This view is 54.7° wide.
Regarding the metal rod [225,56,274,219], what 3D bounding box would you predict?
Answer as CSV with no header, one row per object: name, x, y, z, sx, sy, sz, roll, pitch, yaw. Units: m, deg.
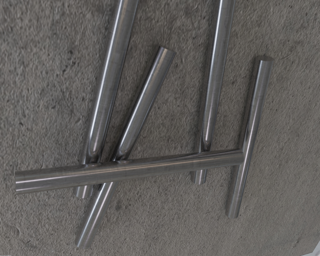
metal rod,0.139,0.032,0.502,0.025,0.025,0.298,-12,124,-22

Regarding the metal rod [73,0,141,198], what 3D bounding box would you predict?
metal rod,-0.058,-0.047,0.345,0.025,0.025,0.298,4,117,-30

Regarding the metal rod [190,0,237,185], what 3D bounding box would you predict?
metal rod,0.069,-0.047,0.414,0.025,0.025,0.298,-11,123,-23

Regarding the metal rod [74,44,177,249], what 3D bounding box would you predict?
metal rod,-0.052,0.037,0.401,0.025,0.025,0.298,12,112,-34

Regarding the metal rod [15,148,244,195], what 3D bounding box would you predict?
metal rod,-0.017,0.050,0.394,0.303,0.025,0.025,-3,120,-27
